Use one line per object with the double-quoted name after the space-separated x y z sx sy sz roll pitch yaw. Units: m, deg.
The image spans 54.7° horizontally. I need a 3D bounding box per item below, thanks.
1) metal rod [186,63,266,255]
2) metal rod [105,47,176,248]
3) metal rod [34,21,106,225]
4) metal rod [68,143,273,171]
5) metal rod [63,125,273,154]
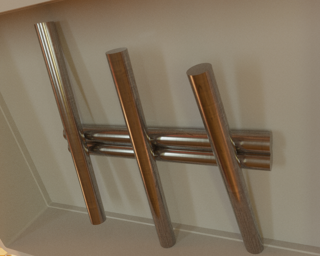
0.088 0.063 0.370 0.025 0.025 0.299 -4 125 30 "metal rod"
-0.018 0.044 0.410 0.025 0.025 0.298 1 119 27 "metal rod"
-0.123 0.005 0.442 0.025 0.025 0.298 -1 110 28 "metal rod"
-0.004 0.033 0.429 0.301 0.025 0.025 2 119 26 "metal rod"
-0.008 0.012 0.418 0.301 0.025 0.025 2 119 26 "metal rod"
